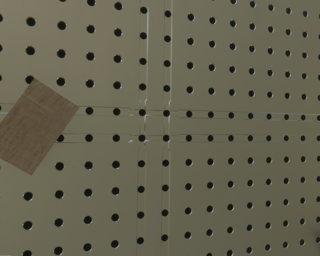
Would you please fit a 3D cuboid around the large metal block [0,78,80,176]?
[{"bbox_3d":[-0.135,-0.002,0.334,0.050,0.080,0.080,36,78,-17],"label":"large metal block"}]
